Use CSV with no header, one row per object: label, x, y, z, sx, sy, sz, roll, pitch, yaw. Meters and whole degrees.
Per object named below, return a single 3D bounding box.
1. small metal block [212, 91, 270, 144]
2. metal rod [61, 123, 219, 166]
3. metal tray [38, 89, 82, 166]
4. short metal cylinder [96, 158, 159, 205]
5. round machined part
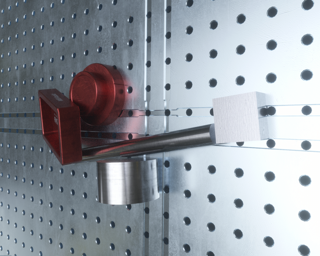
small metal block,0.087,-0.010,0.336,0.050,0.025,0.050,-7,86,39
metal rod,-0.051,0.031,0.449,0.300,0.025,0.025,-12,83,39
metal tray,-0.164,-0.006,0.502,0.130,0.030,0.089,30,124,52
short metal cylinder,-0.042,0.067,0.406,0.080,0.081,0.050,-4,88,39
round machined part,-0.104,-0.052,0.481,0.098,0.042,0.097,1,91,40
